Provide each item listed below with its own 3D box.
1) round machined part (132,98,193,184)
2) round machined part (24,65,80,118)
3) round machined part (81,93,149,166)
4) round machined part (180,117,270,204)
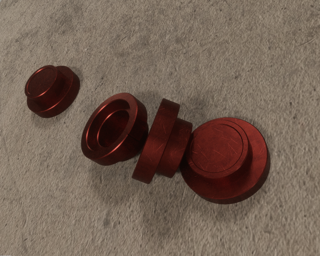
[{"bbox_3d":[0.005,0.019,0.354,0.042,0.098,0.098,21,69,-1],"label":"round machined part"},{"bbox_3d":[-0.191,-0.069,0.533,0.098,0.042,0.098,-13,56,20],"label":"round machined part"},{"bbox_3d":[-0.054,0.005,0.407,0.098,0.042,0.098,-24,47,29],"label":"round machined part"},{"bbox_3d":[0.067,0.030,0.339,0.098,0.042,0.098,-13,56,20],"label":"round machined part"}]
